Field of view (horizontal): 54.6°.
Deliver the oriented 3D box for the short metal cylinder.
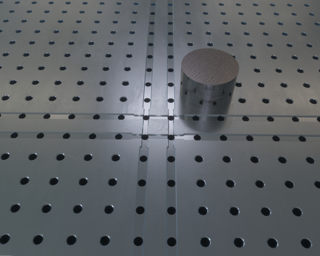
[{"bbox_3d":[0.070,-0.072,0.452,0.080,0.050,0.080,0,50,0],"label":"short metal cylinder"}]
